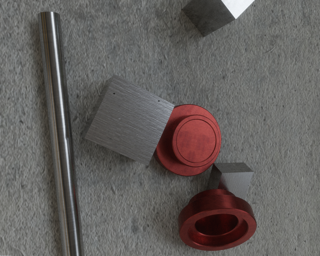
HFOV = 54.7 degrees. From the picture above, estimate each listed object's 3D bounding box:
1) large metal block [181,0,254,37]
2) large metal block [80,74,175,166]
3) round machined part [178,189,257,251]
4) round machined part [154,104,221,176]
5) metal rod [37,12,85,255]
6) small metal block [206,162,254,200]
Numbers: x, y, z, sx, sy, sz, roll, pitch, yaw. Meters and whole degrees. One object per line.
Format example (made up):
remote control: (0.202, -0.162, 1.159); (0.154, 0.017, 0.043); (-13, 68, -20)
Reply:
large metal block: (0.087, -0.176, 0.412); (0.080, 0.080, 0.050); (-47, 105, -14)
large metal block: (-0.041, -0.008, 0.381); (0.080, 0.050, 0.080); (26, 81, -18)
round machined part: (0.073, 0.118, 0.409); (0.099, 0.042, 0.097); (-2, 130, -2)
round machined part: (0.040, 0.016, 0.415); (0.099, 0.042, 0.097); (0, 90, -20)
metal rod: (-0.116, 0.017, 0.366); (0.025, 0.025, 0.298); (-6, 92, -20)
small metal block: (0.097, 0.077, 0.435); (0.050, 0.025, 0.050); (1, 115, -21)
